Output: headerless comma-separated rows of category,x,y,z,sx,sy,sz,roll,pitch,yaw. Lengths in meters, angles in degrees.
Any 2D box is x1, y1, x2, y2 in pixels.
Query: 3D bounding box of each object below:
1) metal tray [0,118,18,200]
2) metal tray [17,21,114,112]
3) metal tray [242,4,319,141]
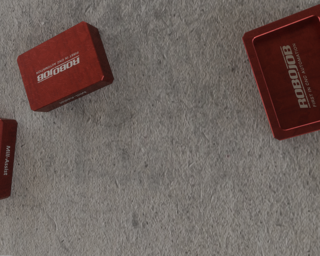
metal tray,-0.285,0.046,0.506,0.090,0.030,0.129,8,93,19
metal tray,-0.141,-0.087,0.456,0.130,0.030,0.090,-20,83,18
metal tray,0.157,-0.059,0.350,0.090,0.030,0.129,-18,84,19
